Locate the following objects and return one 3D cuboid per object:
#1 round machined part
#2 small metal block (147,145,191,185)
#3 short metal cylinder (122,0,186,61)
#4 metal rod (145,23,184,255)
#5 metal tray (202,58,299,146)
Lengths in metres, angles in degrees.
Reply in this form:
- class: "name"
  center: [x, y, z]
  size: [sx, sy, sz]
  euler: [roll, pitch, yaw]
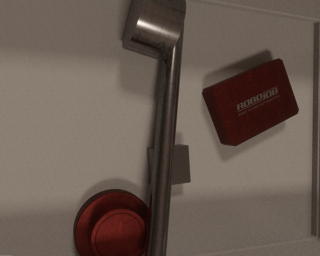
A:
- class: "round machined part"
  center: [-0.054, 0.128, 0.382]
  size: [0.099, 0.042, 0.097]
  euler: [0, 90, -21]
- class: "small metal block"
  center: [0.012, 0.049, 0.416]
  size: [0.050, 0.025, 0.050]
  euler: [-4, 92, -20]
- class: "short metal cylinder"
  center: [-0.009, -0.128, 0.379]
  size: [0.050, 0.080, 0.080]
  euler: [14, 85, -20]
- class: "metal rod"
  center: [0.008, 0.004, 0.391]
  size: [0.025, 0.025, 0.299]
  euler: [9, 78, -20]
- class: "metal tray"
  center: [0.137, -0.039, 0.460]
  size: [0.131, 0.030, 0.090]
  euler: [-25, 99, -19]
